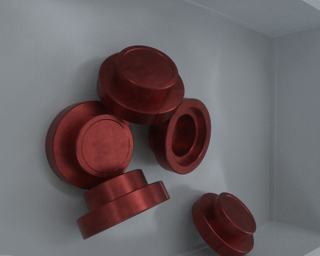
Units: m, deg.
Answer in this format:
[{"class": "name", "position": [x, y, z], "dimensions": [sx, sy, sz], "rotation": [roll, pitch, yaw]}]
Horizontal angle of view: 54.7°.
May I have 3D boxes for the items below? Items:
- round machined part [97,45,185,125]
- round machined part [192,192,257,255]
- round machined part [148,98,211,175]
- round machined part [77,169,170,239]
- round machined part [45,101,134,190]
[{"class": "round machined part", "position": [-0.018, -0.054, 0.346], "dimensions": [0.099, 0.042, 0.098], "rotation": [11, 50, -13]}, {"class": "round machined part", "position": [0.097, 0.131, 0.440], "dimensions": [0.099, 0.098, 0.042], "rotation": [18, 122, -39]}, {"class": "round machined part", "position": [0.023, 0.008, 0.406], "dimensions": [0.099, 0.042, 0.097], "rotation": [-15, 110, -47]}, {"class": "round machined part", "position": [-0.042, 0.077, 0.331], "dimensions": [0.099, 0.098, 0.042], "rotation": [-15, 73, -39]}, {"class": "round machined part", "position": [-0.068, 0.019, 0.338], "dimensions": [0.099, 0.042, 0.097], "rotation": [0, 90, -40]}]
